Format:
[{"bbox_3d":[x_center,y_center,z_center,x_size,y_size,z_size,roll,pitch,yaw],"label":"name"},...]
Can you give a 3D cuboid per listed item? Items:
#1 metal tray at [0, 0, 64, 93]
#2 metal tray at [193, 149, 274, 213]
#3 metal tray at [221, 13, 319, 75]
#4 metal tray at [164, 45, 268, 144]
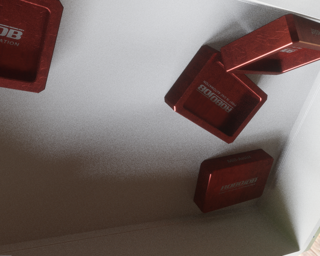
[{"bbox_3d":[-0.160,-0.086,0.264,0.131,0.030,0.089,7,115,-32],"label":"metal tray"},{"bbox_3d":[0.127,0.090,0.533,0.131,0.030,0.089,-8,122,-25],"label":"metal tray"},{"bbox_3d":[0.148,-0.094,0.374,0.131,0.090,0.030,-7,83,-42],"label":"metal tray"},{"bbox_3d":[0.080,-0.041,0.425,0.131,0.030,0.090,28,103,-38],"label":"metal tray"}]
